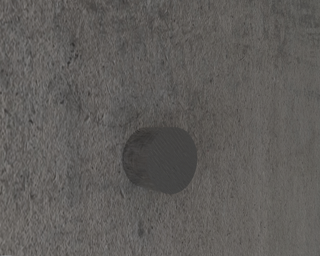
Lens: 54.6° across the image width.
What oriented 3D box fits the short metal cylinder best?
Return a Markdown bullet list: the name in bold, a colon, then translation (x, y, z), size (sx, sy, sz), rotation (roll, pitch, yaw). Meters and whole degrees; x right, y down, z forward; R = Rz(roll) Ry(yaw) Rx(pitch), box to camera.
- **short metal cylinder**: translation (0.001, 0.038, 0.388), size (0.081, 0.050, 0.080), rotation (0, 90, -40)
